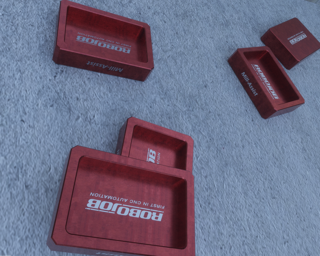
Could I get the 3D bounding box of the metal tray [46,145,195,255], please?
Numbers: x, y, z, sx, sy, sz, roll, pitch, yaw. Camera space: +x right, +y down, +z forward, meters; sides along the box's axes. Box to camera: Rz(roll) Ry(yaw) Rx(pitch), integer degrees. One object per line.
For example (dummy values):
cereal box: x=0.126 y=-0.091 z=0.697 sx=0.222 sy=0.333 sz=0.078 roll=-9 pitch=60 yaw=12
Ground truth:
metal tray: x=-0.031 y=0.076 z=0.298 sx=0.131 sy=0.030 sz=0.090 roll=16 pitch=55 yaw=-19

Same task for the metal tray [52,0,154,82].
metal tray: x=-0.076 y=-0.120 z=0.432 sx=0.131 sy=0.030 sz=0.090 roll=8 pitch=58 yaw=-24

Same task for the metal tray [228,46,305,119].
metal tray: x=0.189 y=-0.085 z=0.553 sx=0.091 sy=0.030 sz=0.130 roll=-14 pitch=69 yaw=-34

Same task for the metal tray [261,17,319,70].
metal tray: x=0.284 y=-0.184 z=0.666 sx=0.131 sy=0.030 sz=0.090 roll=-30 pitch=79 yaw=-38

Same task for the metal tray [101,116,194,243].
metal tray: x=-0.010 y=0.058 z=0.359 sx=0.091 sy=0.030 sz=0.130 roll=19 pitch=54 yaw=-17
